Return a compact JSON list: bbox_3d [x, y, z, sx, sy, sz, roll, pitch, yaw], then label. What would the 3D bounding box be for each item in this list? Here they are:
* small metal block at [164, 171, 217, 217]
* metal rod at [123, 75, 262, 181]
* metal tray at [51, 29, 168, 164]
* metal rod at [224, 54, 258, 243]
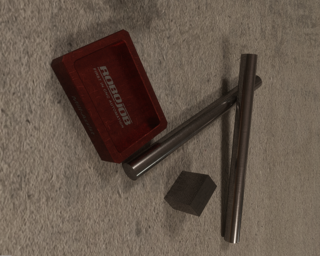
[{"bbox_3d":[0.042,0.089,0.426,0.050,0.050,0.025,-52,121,-27],"label":"small metal block"},{"bbox_3d":[0.067,-0.015,0.462,0.302,0.025,0.025,-33,111,-35],"label":"metal rod"},{"bbox_3d":[-0.052,-0.036,0.358,0.091,0.030,0.129,-37,113,-34],"label":"metal tray"},{"bbox_3d":[0.128,0.035,0.492,0.025,0.025,0.298,-1,97,-40],"label":"metal rod"}]
